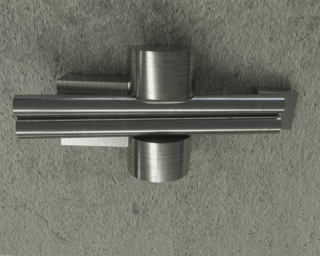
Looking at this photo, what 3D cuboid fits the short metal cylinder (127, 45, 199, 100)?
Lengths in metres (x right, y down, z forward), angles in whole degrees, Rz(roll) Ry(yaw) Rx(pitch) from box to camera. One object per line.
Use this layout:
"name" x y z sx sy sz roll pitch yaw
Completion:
"short metal cylinder" 0.003 -0.067 0.357 0.081 0.080 0.050 1 110 -1

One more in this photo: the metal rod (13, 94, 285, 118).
"metal rod" -0.004 -0.026 0.354 0.302 0.025 0.025 -1 110 -8

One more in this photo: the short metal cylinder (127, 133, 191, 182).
"short metal cylinder" -0.001 0.027 0.391 0.081 0.080 0.050 1 110 -1

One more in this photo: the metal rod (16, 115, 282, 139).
"metal rod" -0.005 -0.003 0.362 0.302 0.025 0.025 -1 110 -8

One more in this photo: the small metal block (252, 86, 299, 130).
"small metal block" 0.146 -0.026 0.403 0.050 0.025 0.050 3 110 -1

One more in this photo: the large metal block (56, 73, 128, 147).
"large metal block" -0.079 -0.024 0.388 0.081 0.050 0.079 2 110 -1
